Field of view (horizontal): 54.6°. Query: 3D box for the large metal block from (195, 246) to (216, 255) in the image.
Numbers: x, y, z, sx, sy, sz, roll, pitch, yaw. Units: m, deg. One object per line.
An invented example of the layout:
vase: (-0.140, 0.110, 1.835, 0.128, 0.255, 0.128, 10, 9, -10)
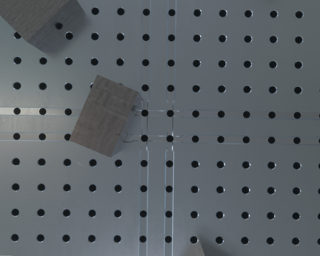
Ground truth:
large metal block: (0.069, 0.218, 0.401, 0.080, 0.050, 0.080, 33, 90, 0)

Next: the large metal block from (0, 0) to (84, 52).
large metal block: (-0.161, -0.161, 0.400, 0.080, 0.050, 0.080, -45, 90, 0)

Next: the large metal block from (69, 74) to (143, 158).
large metal block: (-0.062, -0.014, 0.385, 0.050, 0.080, 0.080, 23, 90, 0)
